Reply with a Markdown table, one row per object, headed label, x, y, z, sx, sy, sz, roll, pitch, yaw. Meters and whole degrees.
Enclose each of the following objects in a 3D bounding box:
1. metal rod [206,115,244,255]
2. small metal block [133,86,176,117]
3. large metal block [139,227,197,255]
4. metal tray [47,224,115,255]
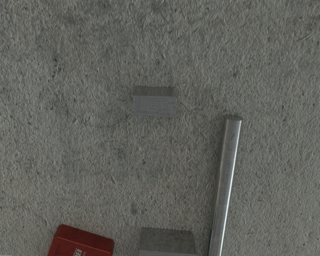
| label | x | y | z | sx | sy | sz | roll | pitch | yaw |
| --- | --- | --- | --- | --- | --- | --- | --- | --- | --- |
| metal rod | 0.088 | 0.126 | 0.457 | 0.025 | 0.025 | 0.298 | 3 | 110 | -2 |
| small metal block | -0.007 | -0.034 | 0.384 | 0.050 | 0.050 | 0.025 | 1 | 110 | -1 |
| large metal block | 0.007 | 0.203 | 0.471 | 0.081 | 0.050 | 0.079 | 6 | 110 | -3 |
| metal tray | -0.136 | 0.222 | 0.487 | 0.091 | 0.030 | 0.129 | 21 | 109 | -8 |
